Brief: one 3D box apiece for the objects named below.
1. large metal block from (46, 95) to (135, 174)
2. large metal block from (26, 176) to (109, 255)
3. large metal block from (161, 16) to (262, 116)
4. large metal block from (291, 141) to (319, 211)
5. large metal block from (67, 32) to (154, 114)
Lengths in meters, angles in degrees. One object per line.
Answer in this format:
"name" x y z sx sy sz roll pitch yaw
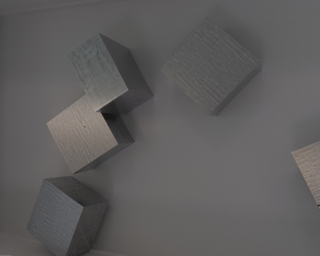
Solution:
"large metal block" -0.096 0.007 0.431 0.080 0.050 0.080 -33 80 17
"large metal block" -0.131 0.123 0.437 0.080 0.050 0.080 25 98 28
"large metal block" 0.063 -0.071 0.375 0.080 0.050 0.080 46 104 14
"large metal block" 0.193 0.052 0.312 0.080 0.050 0.080 -26 53 18
"large metal block" -0.061 -0.066 0.403 0.050 0.080 0.080 -31 80 17
